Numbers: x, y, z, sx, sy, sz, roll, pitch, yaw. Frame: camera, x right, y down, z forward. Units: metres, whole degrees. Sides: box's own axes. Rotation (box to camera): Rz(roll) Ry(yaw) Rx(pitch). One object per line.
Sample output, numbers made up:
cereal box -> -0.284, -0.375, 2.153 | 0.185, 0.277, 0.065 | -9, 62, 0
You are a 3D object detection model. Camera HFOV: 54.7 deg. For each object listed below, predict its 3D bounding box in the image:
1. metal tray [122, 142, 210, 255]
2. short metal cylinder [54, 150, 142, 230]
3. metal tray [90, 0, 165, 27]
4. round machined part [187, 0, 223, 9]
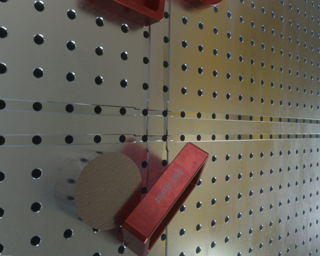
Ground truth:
metal tray -> 0.008, 0.089, 0.380 | 0.130, 0.030, 0.090 | -48, 161, -29
short metal cylinder -> -0.067, 0.065, 0.339 | 0.081, 0.050, 0.079 | 0, 90, -40
metal tray -> -0.033, -0.203, 0.378 | 0.091, 0.030, 0.129 | 10, 84, -40
round machined part -> 0.071, -0.232, 0.459 | 0.099, 0.042, 0.097 | 0, 90, -40
